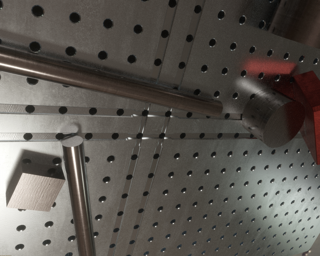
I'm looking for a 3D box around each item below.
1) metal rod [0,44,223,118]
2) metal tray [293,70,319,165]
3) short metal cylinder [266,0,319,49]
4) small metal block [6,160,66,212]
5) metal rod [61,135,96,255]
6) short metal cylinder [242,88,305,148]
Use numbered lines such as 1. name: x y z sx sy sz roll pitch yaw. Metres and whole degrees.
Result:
1. metal rod: -0.045 -0.048 0.358 0.302 0.025 0.025 10 114 -33
2. metal tray: 0.248 -0.015 0.496 0.030 0.090 0.130 -16 130 14
3. short metal cylinder: 0.184 -0.136 0.395 0.081 0.080 0.050 3 117 -30
4. small metal block: -0.150 0.071 0.374 0.050 0.025 0.050 19 108 -36
5. metal rod: -0.108 0.143 0.441 0.025 0.025 0.298 -12 124 -22
6. short metal cylinder: 0.177 -0.016 0.485 0.081 0.050 0.079 -14 124 -21
